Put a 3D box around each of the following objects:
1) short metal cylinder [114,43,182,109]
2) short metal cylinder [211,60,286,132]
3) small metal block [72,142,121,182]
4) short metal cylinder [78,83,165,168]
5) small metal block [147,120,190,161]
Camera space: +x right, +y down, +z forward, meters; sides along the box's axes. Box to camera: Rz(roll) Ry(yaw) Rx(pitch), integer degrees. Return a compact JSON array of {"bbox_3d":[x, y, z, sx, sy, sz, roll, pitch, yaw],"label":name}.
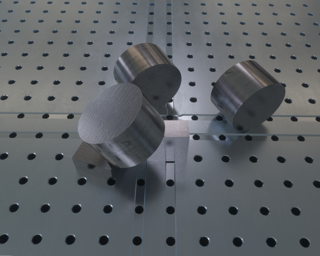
[{"bbox_3d":[-0.017,-0.070,0.431,0.081,0.080,0.050,-21,53,-17],"label":"short metal cylinder"},{"bbox_3d":[0.115,-0.041,0.407,0.081,0.080,0.050,-21,53,-17],"label":"short metal cylinder"},{"bbox_3d":[-0.071,0.032,0.381,0.050,0.025,0.050,16,52,13],"label":"small metal block"},{"bbox_3d":[-0.042,-0.003,0.341,0.080,0.050,0.080,-18,47,20],"label":"short metal cylinder"},{"bbox_3d":[0.009,0.016,0.378,0.050,0.050,0.025,0,50,0],"label":"small metal block"}]
